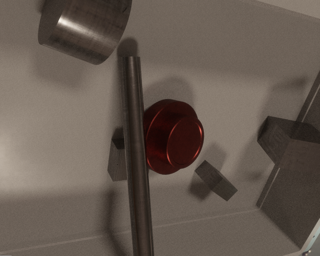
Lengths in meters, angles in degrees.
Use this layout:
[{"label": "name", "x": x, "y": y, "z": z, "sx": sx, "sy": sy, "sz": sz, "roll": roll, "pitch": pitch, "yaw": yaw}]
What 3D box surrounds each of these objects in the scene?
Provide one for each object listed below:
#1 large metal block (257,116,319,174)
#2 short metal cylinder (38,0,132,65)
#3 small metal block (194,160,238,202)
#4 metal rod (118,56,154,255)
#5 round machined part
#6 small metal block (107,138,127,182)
[{"label": "large metal block", "x": 0.216, "y": 0.026, "z": 0.496, "sx": 0.081, "sy": 0.080, "sz": 0.050, "roll": 10, "pitch": 115, "yaw": -11}, {"label": "short metal cylinder", "x": -0.068, "y": -0.102, "z": 0.274, "sx": 0.050, "sy": 0.080, "sz": 0.080, "roll": 16, "pitch": 110, "yaw": -35}, {"label": "small metal block", "x": 0.090, "y": 0.084, "z": 0.496, "sx": 0.025, "sy": 0.050, "sz": 0.050, "roll": -47, "pitch": 130, "yaw": 5}, {"label": "metal rod", "x": -0.025, "y": 0.069, "z": 0.364, "sx": 0.025, "sy": 0.025, "sz": 0.298, "roll": -7, "pitch": 98, "yaw": -25}, {"label": "round machined part", "x": 0.019, "y": 0.014, "z": 0.398, "sx": 0.099, "sy": 0.042, "sz": 0.097, "roll": -16, "pitch": 113, "yaw": -40}, {"label": "small metal block", "x": -0.040, "y": 0.041, "z": 0.414, "sx": 0.050, "sy": 0.025, "sz": 0.050, "roll": -3, "pitch": 120, "yaw": -27}]
